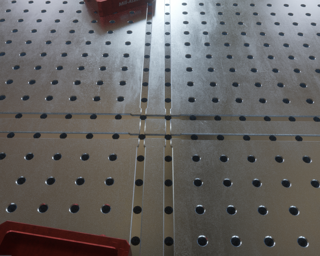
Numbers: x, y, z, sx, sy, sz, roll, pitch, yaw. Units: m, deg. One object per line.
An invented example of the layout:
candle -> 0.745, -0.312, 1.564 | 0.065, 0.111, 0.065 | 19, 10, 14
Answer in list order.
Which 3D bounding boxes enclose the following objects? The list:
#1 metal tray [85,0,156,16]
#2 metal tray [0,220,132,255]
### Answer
metal tray -> -0.084, -0.281, 0.639 | 0.131, 0.030, 0.090 | -25, 55, -20
metal tray -> -0.099, 0.142, 0.283 | 0.131, 0.030, 0.090 | 7, 50, 5
